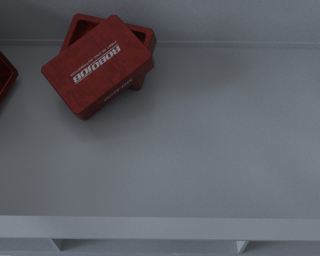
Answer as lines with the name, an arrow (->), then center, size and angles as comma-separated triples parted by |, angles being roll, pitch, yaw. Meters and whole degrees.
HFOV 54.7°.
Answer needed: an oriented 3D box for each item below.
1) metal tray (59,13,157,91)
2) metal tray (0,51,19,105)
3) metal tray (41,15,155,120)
metal tray -> -0.080, -0.116, 0.471 | 0.131, 0.030, 0.090 | 15, 80, 11
metal tray -> -0.251, -0.061, 0.409 | 0.030, 0.090, 0.130 | -9, 48, 19
metal tray -> -0.085, -0.085, 0.430 | 0.130, 0.030, 0.090 | -39, 75, -5
